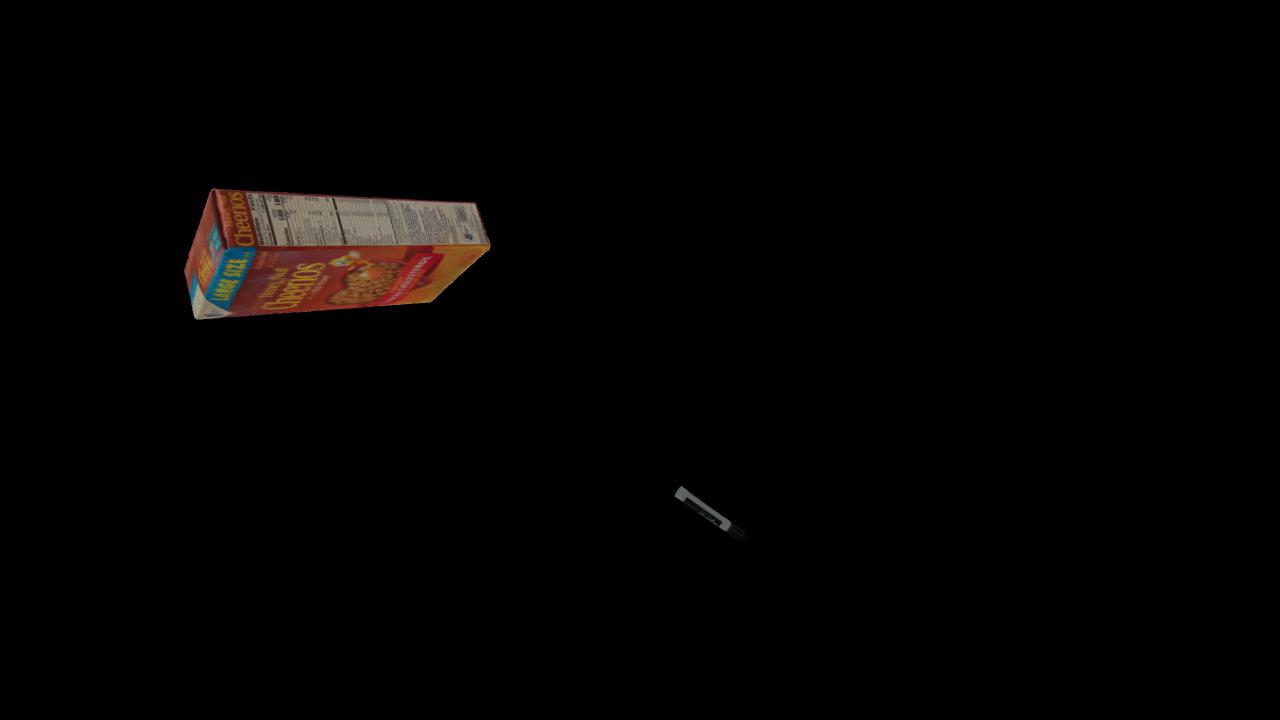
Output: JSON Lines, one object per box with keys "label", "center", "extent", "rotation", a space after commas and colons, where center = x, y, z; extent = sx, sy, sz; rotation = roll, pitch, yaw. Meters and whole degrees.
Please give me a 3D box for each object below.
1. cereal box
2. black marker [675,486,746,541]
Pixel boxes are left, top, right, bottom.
{"label": "cereal box", "center": [-0.374, -0.127, 0.774], "extent": [0.306, 0.081, 0.203], "rotation": [-12, -9, -46]}
{"label": "black marker", "center": [0.106, 0.231, 0.920], "extent": [0.121, 0.020, 0.020], "rotation": [35, 2, 3]}
